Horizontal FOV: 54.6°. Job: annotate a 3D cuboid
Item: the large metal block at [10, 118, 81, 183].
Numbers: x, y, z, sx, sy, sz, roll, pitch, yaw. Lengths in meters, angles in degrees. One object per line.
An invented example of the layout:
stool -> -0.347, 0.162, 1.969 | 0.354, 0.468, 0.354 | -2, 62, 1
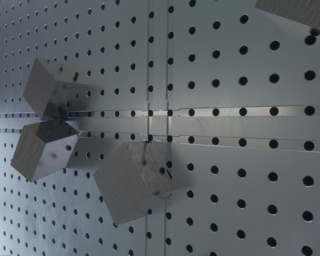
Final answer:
large metal block -> -0.194, 0.035, 0.528 | 0.050, 0.080, 0.080 | 35, 113, 15

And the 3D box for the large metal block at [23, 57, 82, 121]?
large metal block -> -0.195, -0.068, 0.556 | 0.080, 0.050, 0.080 | 44, 116, 31

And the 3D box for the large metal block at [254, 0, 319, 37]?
large metal block -> 0.146, -0.127, 0.273 | 0.080, 0.050, 0.080 | 37, 113, 34

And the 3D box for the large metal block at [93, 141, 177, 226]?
large metal block -> -0.037, 0.074, 0.425 | 0.080, 0.050, 0.080 | -45, 63, 30
